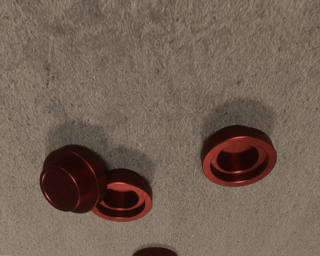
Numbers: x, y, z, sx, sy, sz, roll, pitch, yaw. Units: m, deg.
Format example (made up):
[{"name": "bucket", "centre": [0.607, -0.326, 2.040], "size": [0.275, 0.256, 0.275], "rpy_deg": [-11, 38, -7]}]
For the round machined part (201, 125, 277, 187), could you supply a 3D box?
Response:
[{"name": "round machined part", "centre": [0.105, 0.034, 0.427], "size": [0.099, 0.042, 0.097], "rpy_deg": [-1, 130, 0]}]

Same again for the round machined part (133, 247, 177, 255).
[{"name": "round machined part", "centre": [-0.011, 0.292, 0.645], "size": [0.099, 0.042, 0.097], "rpy_deg": [-1, 130, 0]}]

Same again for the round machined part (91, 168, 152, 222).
[{"name": "round machined part", "centre": [-0.061, 0.100, 0.481], "size": [0.099, 0.042, 0.097], "rpy_deg": [-1, 130, 0]}]

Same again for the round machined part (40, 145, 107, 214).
[{"name": "round machined part", "centre": [-0.126, 0.076, 0.429], "size": [0.098, 0.042, 0.097], "rpy_deg": [8, 110, 23]}]
